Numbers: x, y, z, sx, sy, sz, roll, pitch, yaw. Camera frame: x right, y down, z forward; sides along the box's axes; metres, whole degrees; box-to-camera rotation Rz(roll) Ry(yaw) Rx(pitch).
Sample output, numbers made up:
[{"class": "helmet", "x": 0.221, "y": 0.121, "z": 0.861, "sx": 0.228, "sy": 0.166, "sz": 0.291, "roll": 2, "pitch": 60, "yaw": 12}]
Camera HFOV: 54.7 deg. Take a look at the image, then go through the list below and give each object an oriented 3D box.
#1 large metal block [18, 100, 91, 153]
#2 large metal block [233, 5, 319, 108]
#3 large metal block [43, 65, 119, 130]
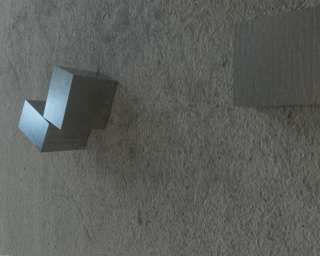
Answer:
[{"class": "large metal block", "x": -0.172, "y": -0.004, "z": 0.511, "sx": 0.080, "sy": 0.081, "sz": 0.050, "roll": 36, "pitch": 112, "yaw": 34}, {"class": "large metal block", "x": 0.118, "y": -0.060, "z": 0.291, "sx": 0.080, "sy": 0.050, "sz": 0.080, "roll": 1, "pitch": 91, "yaw": 40}, {"class": "large metal block", "x": -0.119, "y": -0.044, "z": 0.467, "sx": 0.050, "sy": 0.081, "sz": 0.079, "roll": 28, "pitch": 108, "yaw": 36}]
